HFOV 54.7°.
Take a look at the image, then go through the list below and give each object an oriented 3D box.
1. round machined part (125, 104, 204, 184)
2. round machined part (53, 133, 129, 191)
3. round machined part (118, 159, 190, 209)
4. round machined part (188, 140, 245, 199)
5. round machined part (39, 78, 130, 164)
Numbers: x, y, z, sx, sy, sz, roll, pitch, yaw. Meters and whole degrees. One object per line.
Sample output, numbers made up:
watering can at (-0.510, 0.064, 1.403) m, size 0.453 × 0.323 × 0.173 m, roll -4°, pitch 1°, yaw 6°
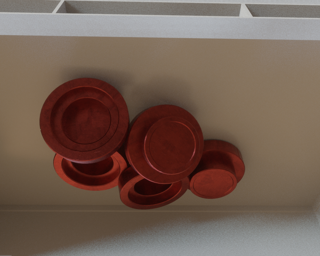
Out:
round machined part at (0.009, 0.020, 0.377) m, size 0.099 × 0.042 × 0.097 m, roll 0°, pitch 91°, yaw -17°
round machined part at (-0.092, 0.040, 0.427) m, size 0.099 × 0.042 × 0.097 m, roll -1°, pitch 130°, yaw 0°
round machined part at (-0.011, 0.072, 0.442) m, size 0.099 × 0.042 × 0.097 m, roll -10°, pitch 137°, yaw -9°
round machined part at (0.075, 0.067, 0.453) m, size 0.099 × 0.042 × 0.097 m, roll -1°, pitch 130°, yaw 0°
round machined part at (-0.085, -0.006, 0.366) m, size 0.099 × 0.098 × 0.042 m, roll 2°, pitch 166°, yaw -2°
